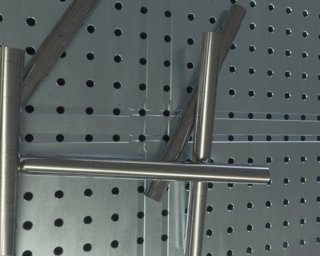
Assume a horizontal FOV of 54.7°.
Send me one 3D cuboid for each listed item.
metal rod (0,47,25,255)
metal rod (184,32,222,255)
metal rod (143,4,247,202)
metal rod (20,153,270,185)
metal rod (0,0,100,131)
[{"bbox_3d":[-0.166,0.066,0.334,0.025,0.025,0.298,3,96,-20],"label":"metal rod"},{"bbox_3d":[0.056,0.027,0.414,0.025,0.025,0.298,2,97,-20],"label":"metal rod"},{"bbox_3d":[0.053,-0.041,0.433,0.025,0.025,0.299,28,81,-18],"label":"metal rod"},{"bbox_3d":[-0.011,0.051,0.380,0.302,0.025,0.025,4,89,-10],"label":"metal rod"},{"bbox_3d":[-0.119,-0.107,0.368,0.025,0.025,0.300,34,79,-17],"label":"metal rod"}]
